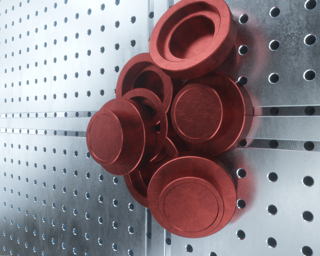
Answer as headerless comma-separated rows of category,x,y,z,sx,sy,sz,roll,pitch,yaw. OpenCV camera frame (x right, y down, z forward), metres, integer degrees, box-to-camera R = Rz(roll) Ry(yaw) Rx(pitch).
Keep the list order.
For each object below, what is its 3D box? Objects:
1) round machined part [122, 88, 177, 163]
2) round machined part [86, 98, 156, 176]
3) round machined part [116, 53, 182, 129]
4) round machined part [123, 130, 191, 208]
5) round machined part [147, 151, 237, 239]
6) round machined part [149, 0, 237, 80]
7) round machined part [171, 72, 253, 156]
round machined part,-0.015,-0.002,0.411,0.098,0.042,0.097,0,90,40
round machined part,-0.055,0.011,0.390,0.098,0.042,0.097,0,90,40
round machined part,-0.010,-0.046,0.408,0.098,0.042,0.097,0,90,40
round machined part,0.001,0.051,0.398,0.098,0.042,0.097,0,90,40
round machined part,0.034,0.078,0.339,0.098,0.042,0.097,1,103,7
round machined part,0.040,-0.097,0.352,0.098,0.042,0.098,-14,62,28
round machined part,0.052,-0.016,0.356,0.098,0.042,0.097,0,90,40
